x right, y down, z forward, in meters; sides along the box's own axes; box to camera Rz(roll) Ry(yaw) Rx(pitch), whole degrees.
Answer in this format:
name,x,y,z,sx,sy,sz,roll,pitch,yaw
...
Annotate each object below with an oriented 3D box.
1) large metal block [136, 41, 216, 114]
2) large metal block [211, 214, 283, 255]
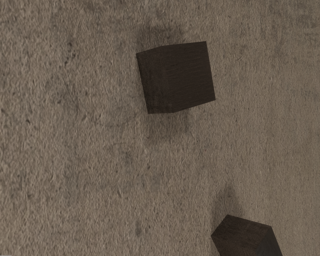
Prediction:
name,x,y,z,sx,sy,sz,roll,pitch,yaw
large metal block,0.023,-0.067,0.409,0.081,0.050,0.079,-19,102,-39
large metal block,0.139,0.192,0.489,0.050,0.080,0.080,-40,115,-33
